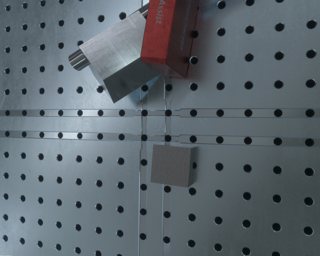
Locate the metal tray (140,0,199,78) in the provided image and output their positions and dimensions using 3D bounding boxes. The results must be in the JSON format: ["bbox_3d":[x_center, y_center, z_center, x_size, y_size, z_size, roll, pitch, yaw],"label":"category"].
[{"bbox_3d":[0.017,-0.132,0.368,0.030,0.090,0.129,10,91,18],"label":"metal tray"}]

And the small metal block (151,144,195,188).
[{"bbox_3d":[0.017,0.048,0.406,0.050,0.025,0.050,5,92,19],"label":"small metal block"}]

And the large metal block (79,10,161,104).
[{"bbox_3d":[-0.043,-0.084,0.384,0.080,0.080,0.050,-34,78,-8],"label":"large metal block"}]

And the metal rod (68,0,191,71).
[{"bbox_3d":[0.007,-0.153,0.382,0.300,0.025,0.025,-26,82,21],"label":"metal rod"}]
